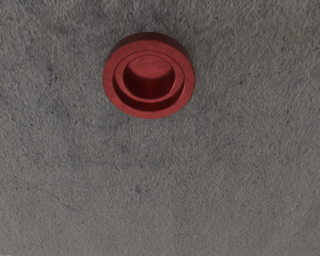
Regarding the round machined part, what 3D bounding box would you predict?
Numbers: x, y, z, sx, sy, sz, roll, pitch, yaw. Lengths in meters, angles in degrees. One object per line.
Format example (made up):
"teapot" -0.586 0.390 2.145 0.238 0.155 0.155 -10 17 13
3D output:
"round machined part" -0.011 -0.060 0.344 0.099 0.042 0.097 0 130 0
